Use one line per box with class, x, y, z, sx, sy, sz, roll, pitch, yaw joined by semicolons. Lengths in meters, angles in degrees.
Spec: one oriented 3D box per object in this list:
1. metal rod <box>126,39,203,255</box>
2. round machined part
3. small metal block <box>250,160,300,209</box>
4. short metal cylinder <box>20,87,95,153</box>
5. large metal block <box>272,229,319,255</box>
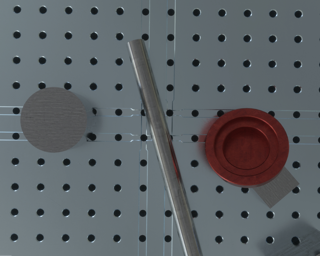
metal rod;0.006;0.030;0.413;0.025;0.025;0.298;-15;90;0
round machined part;0.109;0.027;0.393;0.098;0.042;0.098;-5;69;15
small metal block;0.146;0.070;0.415;0.050;0.025;0.050;-41;90;0
short metal cylinder;-0.129;-0.010;0.400;0.081;0.050;0.079;0;90;0
large metal block;0.202;0.195;0.403;0.080;0.050;0.080;-30;90;0
